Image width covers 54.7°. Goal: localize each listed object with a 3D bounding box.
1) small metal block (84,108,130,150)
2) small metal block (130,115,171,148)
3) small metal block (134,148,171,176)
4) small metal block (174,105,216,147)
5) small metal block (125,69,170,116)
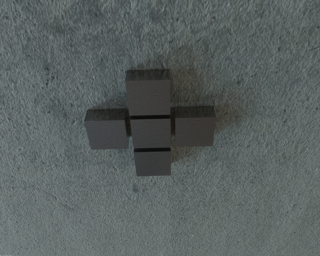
[{"bbox_3d":[-0.068,0.002,0.409,0.050,0.025,0.050,-1,130,0],"label":"small metal block"},{"bbox_3d":[-0.011,0.000,0.409,0.050,0.025,0.050,-1,130,0],"label":"small metal block"},{"bbox_3d":[-0.010,0.043,0.446,0.050,0.025,0.050,-2,130,1],"label":"small metal block"},{"bbox_3d":[0.045,-0.002,0.408,0.050,0.025,0.050,-1,130,0],"label":"small metal block"},{"bbox_3d":[-0.013,-0.043,0.372,0.050,0.025,0.050,-1,130,0],"label":"small metal block"}]
